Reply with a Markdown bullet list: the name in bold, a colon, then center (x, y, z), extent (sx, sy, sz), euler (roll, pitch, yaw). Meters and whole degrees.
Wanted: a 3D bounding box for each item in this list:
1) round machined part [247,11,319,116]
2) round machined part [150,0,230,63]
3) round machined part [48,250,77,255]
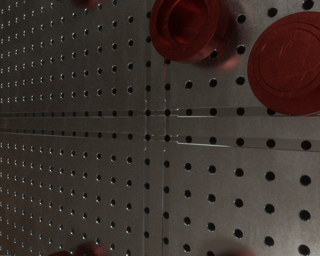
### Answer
- **round machined part**: center (0.128, -0.060, 0.292), extent (0.098, 0.042, 0.097), euler (0, 90, 39)
- **round machined part**: center (0.038, -0.125, 0.366), extent (0.098, 0.042, 0.097), euler (0, 90, 39)
- **round machined part**: center (-0.157, 0.257, 0.524), extent (0.098, 0.042, 0.097), euler (0, 90, 39)
